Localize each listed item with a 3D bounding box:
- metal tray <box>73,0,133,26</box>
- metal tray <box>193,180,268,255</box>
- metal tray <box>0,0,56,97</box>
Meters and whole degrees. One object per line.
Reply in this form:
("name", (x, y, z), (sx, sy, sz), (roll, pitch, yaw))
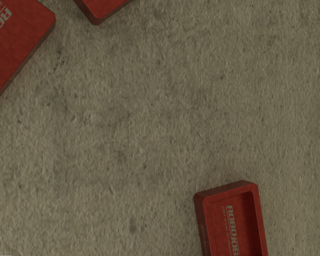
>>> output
("metal tray", (-0.085, -0.205, 0.375), (0.090, 0.030, 0.130), (-42, 104, -15))
("metal tray", (0.104, 0.149, 0.446), (0.091, 0.030, 0.129), (-11, 94, -20))
("metal tray", (-0.189, -0.098, 0.336), (0.090, 0.030, 0.130), (36, 78, -17))
